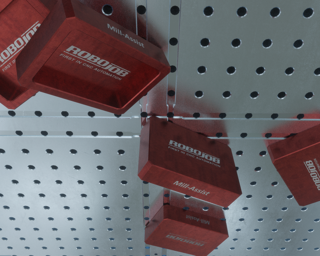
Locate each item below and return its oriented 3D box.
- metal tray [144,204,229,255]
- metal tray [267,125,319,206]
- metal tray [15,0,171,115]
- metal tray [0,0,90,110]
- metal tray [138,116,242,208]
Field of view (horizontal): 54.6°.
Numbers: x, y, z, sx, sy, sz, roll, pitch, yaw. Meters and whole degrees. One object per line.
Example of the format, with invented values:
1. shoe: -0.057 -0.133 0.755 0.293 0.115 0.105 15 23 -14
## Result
1. metal tray: 0.048 0.193 0.572 0.131 0.030 0.089 20 127 -16
2. metal tray: 0.228 0.059 0.460 0.090 0.030 0.130 -27 125 21
3. metal tray: -0.063 -0.064 0.318 0.090 0.030 0.131 -39 146 28
4. metal tray: -0.152 -0.085 0.334 0.130 0.030 0.090 -29 125 22
5. metal tray: 0.038 0.043 0.405 0.131 0.090 0.030 22 127 -18
